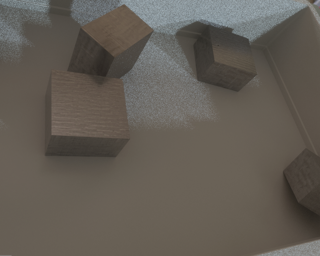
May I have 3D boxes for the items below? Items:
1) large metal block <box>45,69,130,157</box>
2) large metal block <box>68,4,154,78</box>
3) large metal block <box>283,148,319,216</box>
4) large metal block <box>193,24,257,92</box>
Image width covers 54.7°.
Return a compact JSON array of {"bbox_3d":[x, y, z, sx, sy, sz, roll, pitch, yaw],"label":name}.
[{"bbox_3d":[-0.085,-0.014,0.352,0.081,0.050,0.080,4,60,-26],"label":"large metal block"},{"bbox_3d":[-0.064,-0.098,0.396,0.050,0.080,0.080,42,51,0],"label":"large metal block"},{"bbox_3d":[0.235,0.085,0.443,0.080,0.050,0.080,32,23,-8],"label":"large metal block"},{"bbox_3d":[0.107,-0.115,0.517,0.081,0.050,0.080,11,57,-22],"label":"large metal block"}]
